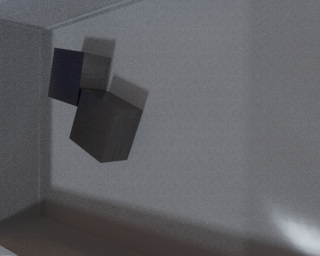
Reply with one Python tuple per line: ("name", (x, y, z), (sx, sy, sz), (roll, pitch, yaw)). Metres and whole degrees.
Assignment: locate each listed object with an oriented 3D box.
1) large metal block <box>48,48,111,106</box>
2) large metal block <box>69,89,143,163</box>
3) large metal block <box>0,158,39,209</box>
("large metal block", (-0.130, -0.080, 0.495), (0.080, 0.050, 0.079), (18, 101, 38))
("large metal block", (-0.081, -0.005, 0.455), (0.080, 0.050, 0.079), (30, 108, 35))
("large metal block", (-0.302, 0.107, 0.610), (0.080, 0.081, 0.050), (13, 119, 39))
